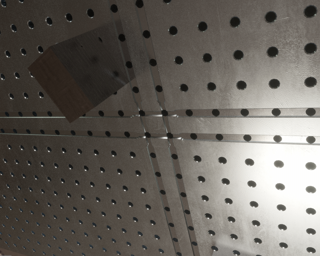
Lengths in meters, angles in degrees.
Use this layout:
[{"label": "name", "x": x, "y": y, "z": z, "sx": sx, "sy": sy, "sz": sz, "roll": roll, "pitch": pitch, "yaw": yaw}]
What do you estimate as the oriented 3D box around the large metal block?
[{"label": "large metal block", "x": -0.097, "y": -0.065, "z": 0.385, "sx": 0.050, "sy": 0.080, "sz": 0.080, "roll": -26, "pitch": 104, "yaw": 37}]
